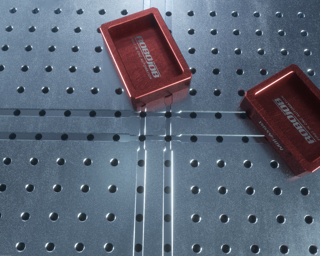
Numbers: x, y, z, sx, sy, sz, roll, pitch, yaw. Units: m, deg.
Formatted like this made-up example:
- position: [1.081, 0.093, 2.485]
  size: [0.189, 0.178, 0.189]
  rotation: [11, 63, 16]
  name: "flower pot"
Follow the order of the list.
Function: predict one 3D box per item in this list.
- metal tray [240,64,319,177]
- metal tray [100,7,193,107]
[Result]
- position: [0.184, -0.013, 0.415]
  size: [0.090, 0.030, 0.130]
  rotation: [-31, 73, -11]
  name: "metal tray"
- position: [-0.021, -0.104, 0.446]
  size: [0.091, 0.030, 0.130]
  rotation: [-22, 72, -8]
  name: "metal tray"
